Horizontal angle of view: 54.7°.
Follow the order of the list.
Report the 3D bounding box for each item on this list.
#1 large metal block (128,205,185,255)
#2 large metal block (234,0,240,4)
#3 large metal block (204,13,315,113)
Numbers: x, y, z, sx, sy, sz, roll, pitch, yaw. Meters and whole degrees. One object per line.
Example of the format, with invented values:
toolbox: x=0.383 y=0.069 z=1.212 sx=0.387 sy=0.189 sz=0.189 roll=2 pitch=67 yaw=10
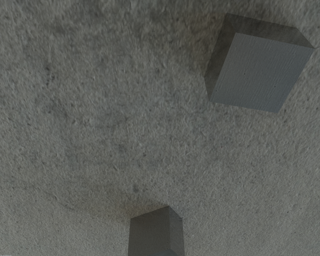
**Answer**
large metal block: x=-0.006 y=0.192 z=0.535 sx=0.080 sy=0.080 sz=0.050 roll=-24 pitch=126 yaw=18
large metal block: x=0.064 y=-0.166 z=0.250 sx=0.080 sy=0.050 sz=0.080 roll=35 pitch=122 yaw=-26
large metal block: x=0.101 y=-0.068 z=0.334 sx=0.081 sy=0.050 sz=0.079 roll=9 pitch=130 yaw=-8
